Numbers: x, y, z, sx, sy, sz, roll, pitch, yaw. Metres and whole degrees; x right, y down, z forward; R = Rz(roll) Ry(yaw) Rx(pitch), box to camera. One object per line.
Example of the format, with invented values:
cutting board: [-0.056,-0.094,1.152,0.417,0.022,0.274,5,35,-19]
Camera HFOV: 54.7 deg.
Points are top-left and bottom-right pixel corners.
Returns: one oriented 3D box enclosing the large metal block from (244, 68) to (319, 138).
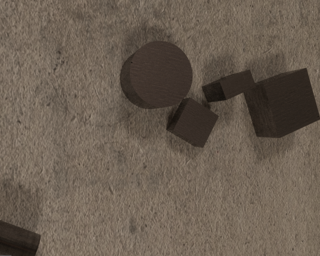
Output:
large metal block: [0.181,-0.037,0.465,0.081,0.050,0.080,-21,97,-19]

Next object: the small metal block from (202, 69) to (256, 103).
small metal block: [0.095,-0.058,0.432,0.050,0.050,0.025,-24,99,-19]

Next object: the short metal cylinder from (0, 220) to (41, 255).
short metal cylinder: [-0.167,0.141,0.319,0.050,0.080,0.080,29,80,-18]

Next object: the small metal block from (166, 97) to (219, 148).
small metal block: [0.045,-0.007,0.427,0.050,0.025,0.050,31,80,-18]

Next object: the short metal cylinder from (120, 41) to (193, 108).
short metal cylinder: [-0.006,-0.065,0.394,0.081,0.050,0.079,0,90,-21]
